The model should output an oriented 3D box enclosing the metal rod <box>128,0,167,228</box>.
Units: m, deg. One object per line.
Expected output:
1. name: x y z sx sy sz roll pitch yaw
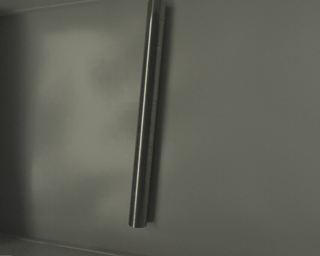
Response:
1. metal rod: -0.017 -0.017 0.415 0.025 0.025 0.298 6 92 19
